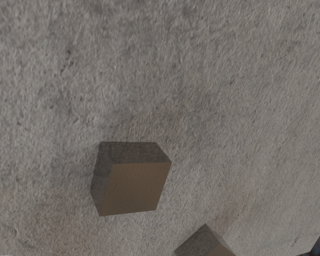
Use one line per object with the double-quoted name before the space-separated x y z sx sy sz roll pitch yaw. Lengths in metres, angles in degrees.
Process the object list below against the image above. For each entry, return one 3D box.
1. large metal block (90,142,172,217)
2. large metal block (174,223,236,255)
"large metal block" -0.041 0.065 0.410 0.081 0.050 0.079 2 117 -30
"large metal block" 0.087 0.241 0.590 0.080 0.050 0.080 -42 130 0
